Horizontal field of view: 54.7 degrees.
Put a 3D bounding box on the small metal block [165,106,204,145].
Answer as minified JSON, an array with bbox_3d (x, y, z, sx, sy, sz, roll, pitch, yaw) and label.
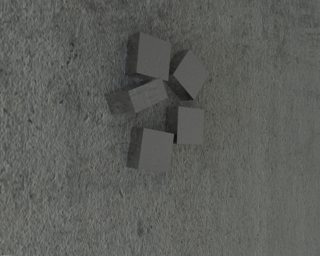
[{"bbox_3d":[0.035,-0.003,0.433,0.050,0.025,0.050,4,87,-40],"label":"small metal block"}]

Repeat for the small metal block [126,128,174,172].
[{"bbox_3d":[-0.012,0.028,0.395,0.050,0.025,0.050,12,82,-39],"label":"small metal block"}]

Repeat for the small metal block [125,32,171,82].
[{"bbox_3d":[-0.015,-0.088,0.392,0.050,0.025,0.050,8,85,-40],"label":"small metal block"}]

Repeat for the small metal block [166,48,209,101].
[{"bbox_3d":[0.036,-0.074,0.434,0.050,0.025,0.050,46,63,-30],"label":"small metal block"}]

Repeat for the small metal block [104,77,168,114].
[{"bbox_3d":[-0.028,-0.037,0.364,0.050,0.050,0.025,-29,108,-36],"label":"small metal block"}]
